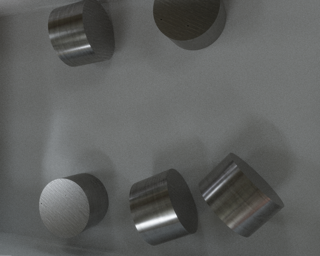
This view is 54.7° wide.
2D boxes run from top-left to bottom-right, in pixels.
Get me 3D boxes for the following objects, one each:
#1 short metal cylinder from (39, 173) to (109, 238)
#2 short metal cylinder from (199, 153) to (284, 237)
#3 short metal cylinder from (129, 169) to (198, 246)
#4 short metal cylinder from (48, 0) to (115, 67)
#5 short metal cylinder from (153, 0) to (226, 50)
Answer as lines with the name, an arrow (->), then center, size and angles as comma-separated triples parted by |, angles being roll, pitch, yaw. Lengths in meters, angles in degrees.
short metal cylinder -> -0.121, 0.107, 0.438 | 0.080, 0.050, 0.079 | 0, 90, 19
short metal cylinder -> 0.091, 0.074, 0.349 | 0.080, 0.080, 0.050 | 46, 104, 14
short metal cylinder -> 0.006, 0.096, 0.378 | 0.050, 0.080, 0.080 | -25, 82, 18
short metal cylinder -> -0.103, -0.126, 0.416 | 0.050, 0.080, 0.080 | -7, 88, 19
short metal cylinder -> 0.038, -0.142, 0.383 | 0.080, 0.050, 0.079 | 0, 90, 19
